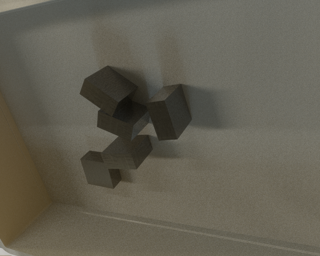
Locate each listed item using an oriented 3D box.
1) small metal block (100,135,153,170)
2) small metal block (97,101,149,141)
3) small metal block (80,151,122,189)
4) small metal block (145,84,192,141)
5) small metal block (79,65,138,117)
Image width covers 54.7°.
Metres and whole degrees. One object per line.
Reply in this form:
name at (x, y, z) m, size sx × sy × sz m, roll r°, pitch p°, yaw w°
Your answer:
small metal block at (-0.046, 0.033, 0.436) m, size 0.050 × 0.050 × 0.025 m, roll -3°, pitch 117°, yaw 29°
small metal block at (-0.047, -0.014, 0.407) m, size 0.050 × 0.050 × 0.025 m, roll 22°, pitch 127°, yaw 14°
small metal block at (-0.094, 0.067, 0.497) m, size 0.050 × 0.025 × 0.050 m, roll 5°, pitch 121°, yaw 25°
small metal block at (0.012, -0.019, 0.373) m, size 0.025 × 0.050 × 0.050 m, roll -5°, pitch 116°, yaw 30°
small metal block at (-0.064, -0.048, 0.395) m, size 0.050 × 0.050 × 0.025 m, roll 35°, pitch 129°, yaw 4°
